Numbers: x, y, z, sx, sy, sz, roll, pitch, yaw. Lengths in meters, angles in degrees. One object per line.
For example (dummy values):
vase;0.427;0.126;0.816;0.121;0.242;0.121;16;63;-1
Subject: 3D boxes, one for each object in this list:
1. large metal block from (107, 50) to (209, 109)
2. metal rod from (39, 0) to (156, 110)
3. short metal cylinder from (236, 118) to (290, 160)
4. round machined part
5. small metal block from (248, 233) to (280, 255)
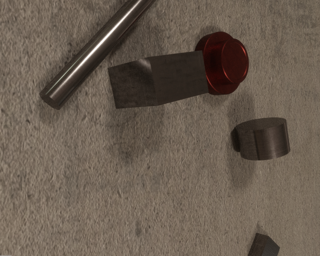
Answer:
large metal block;-0.002;-0.057;0.369;0.081;0.080;0.050;-18;102;-39
metal rod;-0.035;-0.140;0.376;0.025;0.025;0.301;49;61;-29
short metal cylinder;0.171;0.017;0.516;0.081;0.080;0.050;-21;104;-38
round machined part;0.101;-0.101;0.481;0.099;0.042;0.097;0;90;-40
small metal block;0.191;0.230;0.569;0.050;0.025;0.050;46;63;-31
